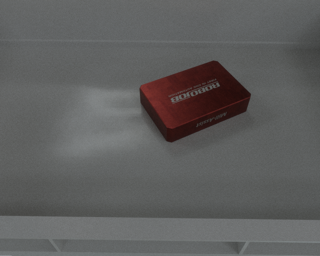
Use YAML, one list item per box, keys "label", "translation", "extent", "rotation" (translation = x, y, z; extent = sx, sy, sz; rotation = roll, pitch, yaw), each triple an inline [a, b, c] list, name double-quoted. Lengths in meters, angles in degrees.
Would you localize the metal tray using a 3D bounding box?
- label: "metal tray"
  translation: [0.048, -0.042, 0.437]
  extent: [0.131, 0.030, 0.090]
  rotation: [-22, 53, -17]
